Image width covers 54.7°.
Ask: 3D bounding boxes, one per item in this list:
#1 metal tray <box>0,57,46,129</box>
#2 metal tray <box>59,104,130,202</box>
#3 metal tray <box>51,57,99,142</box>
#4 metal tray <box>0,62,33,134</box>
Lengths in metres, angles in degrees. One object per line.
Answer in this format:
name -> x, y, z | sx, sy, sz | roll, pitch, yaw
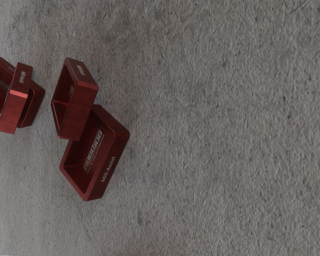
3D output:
metal tray -> -0.300, -0.071, 0.618 | 0.130, 0.030, 0.089 | 36, 112, 11
metal tray -> -0.107, 0.038, 0.490 | 0.090, 0.030, 0.129 | 40, 114, 32
metal tray -> -0.137, -0.049, 0.482 | 0.089, 0.030, 0.130 | -66, 32, 17
metal tray -> -0.278, -0.060, 0.596 | 0.089, 0.030, 0.130 | -59, 31, 24
